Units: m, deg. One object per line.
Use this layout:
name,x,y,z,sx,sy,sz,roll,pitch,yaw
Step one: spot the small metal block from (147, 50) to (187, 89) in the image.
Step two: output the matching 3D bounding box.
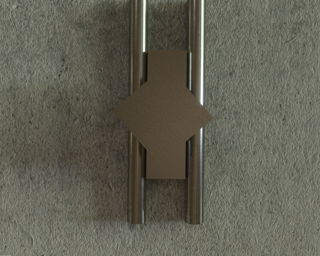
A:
small metal block,0.009,-0.075,0.410,0.050,0.025,0.050,1,90,-1

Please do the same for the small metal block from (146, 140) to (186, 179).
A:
small metal block,0.008,0.041,0.410,0.050,0.025,0.050,1,90,-1

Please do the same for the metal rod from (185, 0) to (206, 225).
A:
metal rod,0.047,-0.024,0.412,0.025,0.025,0.298,1,90,-1

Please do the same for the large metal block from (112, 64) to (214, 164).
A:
large metal block,0.003,-0.015,0.372,0.080,0.050,0.080,-41,91,0

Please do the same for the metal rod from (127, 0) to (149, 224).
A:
metal rod,-0.029,-0.025,0.411,0.025,0.025,0.298,1,90,-1
